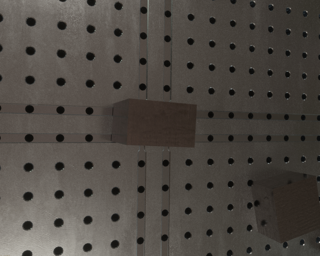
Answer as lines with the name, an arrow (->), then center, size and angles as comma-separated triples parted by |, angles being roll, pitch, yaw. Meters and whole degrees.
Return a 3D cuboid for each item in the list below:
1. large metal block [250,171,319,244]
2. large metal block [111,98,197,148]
large metal block -> 0.193, 0.117, 0.473 | 0.081, 0.050, 0.079 | -11, 94, -20
large metal block -> -0.010, -0.005, 0.381 | 0.081, 0.080, 0.050 | 3, 89, -20
